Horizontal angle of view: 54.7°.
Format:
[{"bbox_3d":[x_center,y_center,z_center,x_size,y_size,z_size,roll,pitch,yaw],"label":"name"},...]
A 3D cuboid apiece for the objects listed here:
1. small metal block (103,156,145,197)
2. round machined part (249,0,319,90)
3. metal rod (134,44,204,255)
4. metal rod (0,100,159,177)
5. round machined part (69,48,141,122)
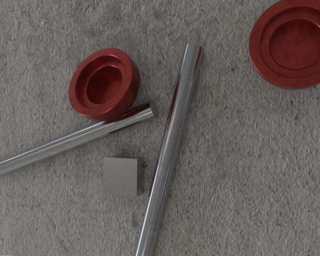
[{"bbox_3d":[-0.050,0.065,0.426,0.050,0.025,0.050,1,90,20],"label":"small metal block"},{"bbox_3d":[0.152,-0.091,0.346,0.098,0.042,0.097,0,90,20],"label":"round machined part"},{"bbox_3d":[0.009,0.041,0.405,0.025,0.025,0.298,15,95,19],"label":"metal rod"},{"bbox_3d":[-0.141,0.024,0.458,0.300,0.025,0.025,-20,84,18],"label":"metal rod"},{"bbox_3d":[-0.069,-0.053,0.413,0.098,0.042,0.098,-10,66,23],"label":"round machined part"}]
